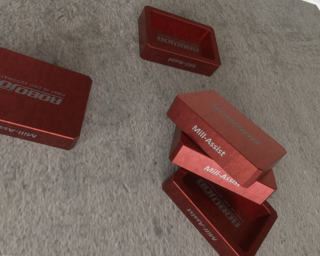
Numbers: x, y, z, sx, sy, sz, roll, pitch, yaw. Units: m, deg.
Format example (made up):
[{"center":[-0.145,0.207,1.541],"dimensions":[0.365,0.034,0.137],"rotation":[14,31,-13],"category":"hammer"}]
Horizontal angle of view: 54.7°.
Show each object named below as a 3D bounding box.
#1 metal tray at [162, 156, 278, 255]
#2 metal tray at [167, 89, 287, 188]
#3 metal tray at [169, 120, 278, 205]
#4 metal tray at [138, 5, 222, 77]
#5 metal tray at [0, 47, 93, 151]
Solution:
[{"center":[0.077,0.091,0.387],"dimensions":[0.130,0.030,0.091],"rotation":[49,51,5],"category":"metal tray"},{"center":[0.082,0.006,0.382],"dimensions":[0.130,0.030,0.091],"rotation":[44,34,22],"category":"metal tray"},{"center":[0.081,0.033,0.399],"dimensions":[0.131,0.030,0.090],"rotation":[26,31,-6],"category":"metal tray"},{"center":[0.032,-0.140,0.504],"dimensions":[0.131,0.030,0.090],"rotation":[10,58,-24],"category":"metal tray"},{"center":[-0.149,-0.035,0.342],"dimensions":[0.131,0.030,0.090],"rotation":[17,55,-19],"category":"metal tray"}]
